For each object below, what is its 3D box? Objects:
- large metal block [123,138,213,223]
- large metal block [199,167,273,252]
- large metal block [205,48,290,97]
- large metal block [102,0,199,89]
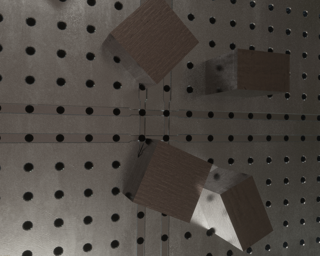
[{"bbox_3d":[0.009,0.067,0.404,0.080,0.050,0.080,26,81,-19],"label":"large metal block"},{"bbox_3d":[0.095,0.105,0.420,0.050,0.080,0.080,-26,99,-18],"label":"large metal block"},{"bbox_3d":[0.118,-0.072,0.429,0.081,0.080,0.050,0,90,-20],"label":"large metal block"},{"bbox_3d":[-0.012,-0.109,0.396,0.080,0.050,0.080,47,75,-15],"label":"large metal block"}]
